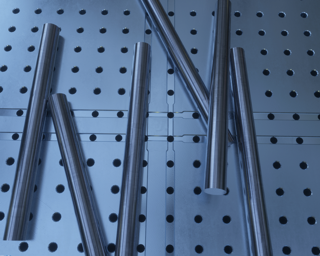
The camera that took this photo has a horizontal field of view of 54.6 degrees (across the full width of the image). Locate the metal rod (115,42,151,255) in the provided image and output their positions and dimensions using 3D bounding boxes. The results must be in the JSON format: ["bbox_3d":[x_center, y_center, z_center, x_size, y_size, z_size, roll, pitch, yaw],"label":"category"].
[{"bbox_3d":[-0.033,0.022,0.403,0.025,0.025,0.299,3,70,1],"label":"metal rod"}]

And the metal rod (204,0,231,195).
[{"bbox_3d":[0.080,-0.061,0.413,0.025,0.025,0.300,7,62,2],"label":"metal rod"}]

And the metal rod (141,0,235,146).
[{"bbox_3d":[0.027,-0.106,0.450,0.025,0.025,0.299,-22,72,-8],"label":"metal rod"}]

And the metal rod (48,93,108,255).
[{"bbox_3d":[-0.093,0.092,0.377,0.025,0.025,0.299,-18,71,-6],"label":"metal rod"}]

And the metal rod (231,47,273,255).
[{"bbox_3d":[0.114,0.030,0.401,0.025,0.025,0.299,-1,70,-1],"label":"metal rod"}]

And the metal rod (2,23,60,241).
[{"bbox_3d":[-0.167,-0.009,0.414,0.025,0.025,0.299,1,70,0],"label":"metal rod"}]
